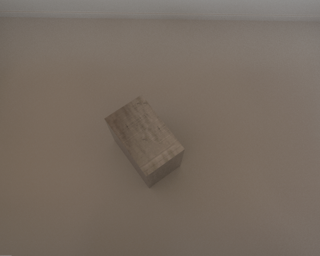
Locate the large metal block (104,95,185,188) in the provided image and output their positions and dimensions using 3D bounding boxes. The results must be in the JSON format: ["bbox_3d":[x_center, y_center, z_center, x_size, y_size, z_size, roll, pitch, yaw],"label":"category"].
[{"bbox_3d":[-0.017,0.019,0.373,0.050,0.080,0.080,-35,74,-12],"label":"large metal block"}]
